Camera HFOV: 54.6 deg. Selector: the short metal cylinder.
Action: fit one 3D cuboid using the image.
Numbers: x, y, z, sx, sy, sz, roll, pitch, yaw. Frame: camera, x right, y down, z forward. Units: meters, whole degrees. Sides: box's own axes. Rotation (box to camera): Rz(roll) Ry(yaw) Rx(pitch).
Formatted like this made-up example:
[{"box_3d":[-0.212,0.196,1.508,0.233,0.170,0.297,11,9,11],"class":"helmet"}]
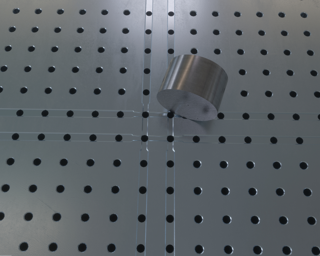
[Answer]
[{"box_3d":[0.042,-0.050,0.401,0.080,0.080,0.050,18,71,6],"class":"short metal cylinder"}]
